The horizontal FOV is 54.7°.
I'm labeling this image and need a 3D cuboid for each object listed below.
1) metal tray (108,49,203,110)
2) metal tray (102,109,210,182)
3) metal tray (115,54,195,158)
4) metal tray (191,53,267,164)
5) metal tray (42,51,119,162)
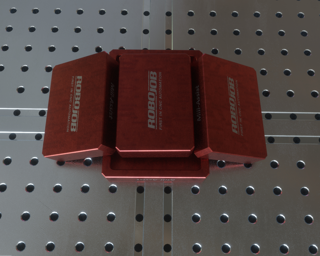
[{"bbox_3d":[-0.006,-0.063,0.432,0.131,0.030,0.090,0,70,-1],"label":"metal tray"},{"bbox_3d":[-0.005,0.022,0.401,0.131,0.030,0.090,0,70,-1],"label":"metal tray"},{"bbox_3d":[-0.006,-0.030,0.388,0.091,0.030,0.130,0,70,-1],"label":"metal tray"},{"bbox_3d":[0.087,-0.024,0.399,0.091,0.030,0.130,9,68,-26],"label":"metal tray"},{"bbox_3d":[-0.100,-0.027,0.399,0.090,0.030,0.130,-9,68,24],"label":"metal tray"}]
